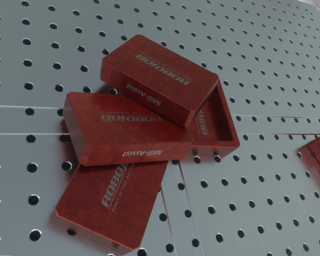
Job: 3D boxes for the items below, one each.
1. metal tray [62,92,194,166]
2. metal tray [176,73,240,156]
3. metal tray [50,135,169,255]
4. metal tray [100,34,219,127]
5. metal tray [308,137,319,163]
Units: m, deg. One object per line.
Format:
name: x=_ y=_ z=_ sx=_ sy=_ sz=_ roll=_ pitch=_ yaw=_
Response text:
metal tray: x=-0.037 y=-0.002 z=0.362 sx=0.131 sy=0.030 sz=0.090 roll=0 pitch=40 yaw=-33
metal tray: x=0.056 y=-0.025 z=0.452 sx=0.091 sy=0.030 sz=0.130 roll=3 pitch=60 yaw=-27
metal tray: x=-0.048 y=0.059 z=0.344 sx=0.090 sy=0.030 sz=0.130 roll=29 pitch=52 yaw=-10
metal tray: x=0.001 y=-0.066 z=0.402 sx=0.130 sy=0.030 sz=0.090 roll=30 pitch=46 yaw=9
metal tray: x=0.331 y=0.066 z=0.546 sx=0.091 sy=0.030 sz=0.130 roll=-17 pitch=71 yaw=-35
